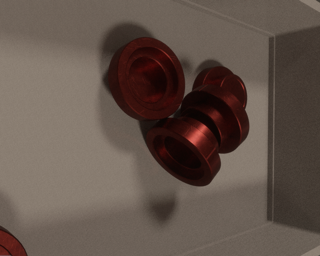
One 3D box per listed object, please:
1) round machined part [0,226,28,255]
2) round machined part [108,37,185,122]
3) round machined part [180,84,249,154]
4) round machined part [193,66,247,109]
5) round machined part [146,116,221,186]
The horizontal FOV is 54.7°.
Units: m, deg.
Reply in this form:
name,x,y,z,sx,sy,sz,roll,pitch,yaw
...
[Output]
name,x,y,z,sx,sy,sz,roll,pitch,yaw
round machined part,-0.166,0.126,0.258,0.099,0.042,0.097,0,90,-40
round machined part,-0.020,-0.056,0.377,0.099,0.042,0.097,5,82,-37
round machined part,0.065,-0.006,0.416,0.042,0.098,0.098,-37,113,-34
round machined part,0.098,-0.047,0.481,0.099,0.042,0.097,0,90,-40
round machined part,0.034,0.024,0.390,0.042,0.098,0.098,-47,118,-30
